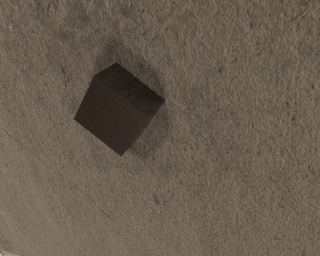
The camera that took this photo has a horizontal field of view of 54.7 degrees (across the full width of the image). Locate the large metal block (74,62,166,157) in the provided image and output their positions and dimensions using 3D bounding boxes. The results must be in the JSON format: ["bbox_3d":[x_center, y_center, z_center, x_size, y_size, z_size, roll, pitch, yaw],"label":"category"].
[{"bbox_3d":[-0.053,-0.024,0.403,0.080,0.050,0.080,38,129,2],"label":"large metal block"}]
